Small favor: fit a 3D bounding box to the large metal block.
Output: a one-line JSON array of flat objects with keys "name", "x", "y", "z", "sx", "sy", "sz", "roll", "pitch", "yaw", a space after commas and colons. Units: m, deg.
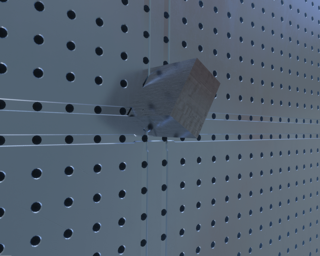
[{"name": "large metal block", "x": 0.017, "y": -0.035, "z": 0.390, "sx": 0.050, "sy": 0.080, "sz": 0.080, "roll": 39, "pitch": 66, "yaw": -34}]
